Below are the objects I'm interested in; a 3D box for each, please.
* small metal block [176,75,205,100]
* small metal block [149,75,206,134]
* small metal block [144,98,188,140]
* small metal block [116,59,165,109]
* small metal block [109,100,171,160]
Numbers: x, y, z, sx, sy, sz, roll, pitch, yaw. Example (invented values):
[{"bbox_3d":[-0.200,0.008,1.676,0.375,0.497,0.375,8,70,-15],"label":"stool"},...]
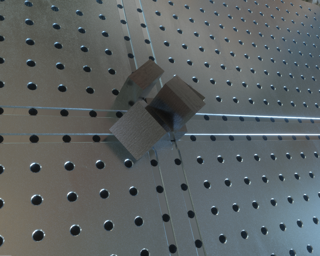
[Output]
[{"bbox_3d":[0.035,-0.051,0.440,0.050,0.025,0.050,37,11,-4],"label":"small metal block"},{"bbox_3d":[0.020,-0.029,0.388,0.050,0.050,0.025,46,50,3],"label":"small metal block"},{"bbox_3d":[0.004,-0.011,0.416,0.050,0.025,0.050,1,61,-29],"label":"small metal block"},{"bbox_3d":[-0.027,-0.057,0.412,0.025,0.050,0.050,42,51,0],"label":"small metal block"},{"bbox_3d":[-0.023,0.002,0.374,0.050,0.050,0.025,47,14,5],"label":"small metal block"}]
